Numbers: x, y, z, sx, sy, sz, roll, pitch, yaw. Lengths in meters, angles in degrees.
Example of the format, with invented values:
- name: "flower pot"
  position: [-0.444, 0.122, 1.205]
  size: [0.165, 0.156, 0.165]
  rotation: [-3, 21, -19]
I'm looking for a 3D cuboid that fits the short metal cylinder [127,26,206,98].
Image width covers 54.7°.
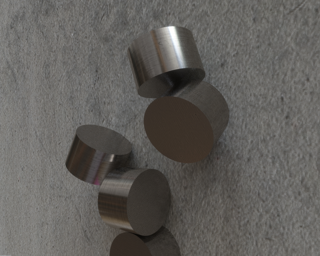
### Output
- name: "short metal cylinder"
  position: [0.007, -0.074, 0.361]
  size: [0.080, 0.081, 0.050]
  rotation: [-25, 74, 37]

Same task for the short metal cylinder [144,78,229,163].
- name: "short metal cylinder"
  position: [0.030, -0.008, 0.342]
  size: [0.080, 0.050, 0.079]
  rotation: [16, 126, 23]

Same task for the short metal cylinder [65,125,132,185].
- name: "short metal cylinder"
  position: [-0.086, 0.037, 0.438]
  size: [0.080, 0.081, 0.050]
  rotation: [37, 113, 33]

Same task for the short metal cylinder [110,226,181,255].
- name: "short metal cylinder"
  position: [-0.020, 0.170, 0.403]
  size: [0.080, 0.050, 0.079]
  rotation: [0, 90, 39]

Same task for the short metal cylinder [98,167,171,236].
- name: "short metal cylinder"
  position: [-0.031, 0.091, 0.393]
  size: [0.050, 0.081, 0.079]
  rotation: [-2, 89, 39]
